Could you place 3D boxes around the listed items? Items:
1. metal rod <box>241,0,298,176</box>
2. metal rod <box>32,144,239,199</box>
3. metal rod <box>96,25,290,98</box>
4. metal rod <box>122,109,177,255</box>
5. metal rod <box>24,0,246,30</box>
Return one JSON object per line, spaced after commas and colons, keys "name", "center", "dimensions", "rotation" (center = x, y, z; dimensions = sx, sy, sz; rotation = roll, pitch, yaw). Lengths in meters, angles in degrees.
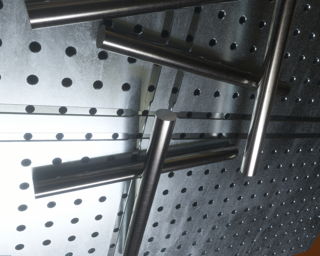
{"name": "metal rod", "center": [0.147, -0.057, 0.424], "dimensions": [0.025, 0.025, 0.298], "rotation": [-13, 124, -22]}
{"name": "metal rod", "center": [-0.017, 0.056, 0.438], "dimensions": [0.303, 0.025, 0.025], "rotation": [-7, 122, -25]}
{"name": "metal rod", "center": [0.065, -0.077, 0.401], "dimensions": [0.302, 0.025, 0.025], "rotation": [8, 114, -32]}
{"name": "metal rod", "center": [-0.023, 0.104, 0.438], "dimensions": [0.025, 0.025, 0.298], "rotation": [-6, 129, -26]}
{"name": "metal rod", "center": [0.017, -0.141, 0.334], "dimensions": [0.302, 0.025, 0.025], "rotation": [-16, 125, -20]}
